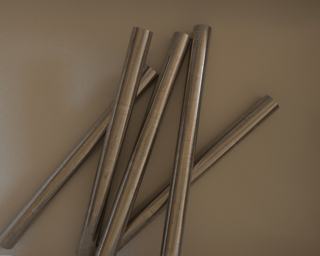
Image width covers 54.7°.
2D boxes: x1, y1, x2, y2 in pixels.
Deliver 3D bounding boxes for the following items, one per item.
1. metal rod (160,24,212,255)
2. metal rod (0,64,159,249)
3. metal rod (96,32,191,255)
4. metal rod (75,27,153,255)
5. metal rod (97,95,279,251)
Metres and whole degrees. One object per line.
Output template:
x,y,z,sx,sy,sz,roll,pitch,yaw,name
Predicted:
0.034,0.014,0.393,0.025,0.025,0.299,9,83,0,metal rod
-0.108,0.037,0.410,0.025,0.025,0.300,40,90,0,metal rod
-0.019,0.019,0.398,0.025,0.025,0.299,19,85,0,metal rod
-0.060,0.025,0.392,0.025,0.025,0.298,15,97,0,metal rod
0.037,0.065,0.411,0.300,0.025,0.025,-42,90,0,metal rod
